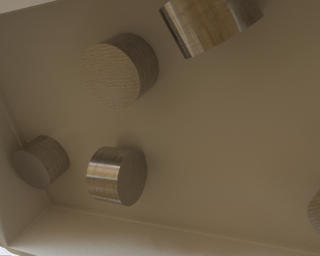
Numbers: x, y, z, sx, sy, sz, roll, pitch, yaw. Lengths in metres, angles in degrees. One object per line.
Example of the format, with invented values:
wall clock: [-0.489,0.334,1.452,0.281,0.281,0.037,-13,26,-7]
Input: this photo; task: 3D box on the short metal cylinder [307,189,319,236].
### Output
short metal cylinder: [0.205,0.087,0.322,0.080,0.050,0.079,32,140,32]

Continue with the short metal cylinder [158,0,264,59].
short metal cylinder: [0.046,-0.106,0.284,0.080,0.080,0.050,-21,107,36]

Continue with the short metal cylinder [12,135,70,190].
short metal cylinder: [-0.207,0.060,0.539,0.080,0.050,0.079,13,124,21]

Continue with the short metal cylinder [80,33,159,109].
short metal cylinder: [-0.048,-0.069,0.375,0.080,0.050,0.079,13,124,21]

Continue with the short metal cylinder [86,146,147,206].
short metal cylinder: [-0.060,0.068,0.447,0.050,0.080,0.079,4,120,26]
